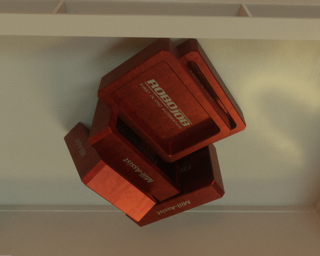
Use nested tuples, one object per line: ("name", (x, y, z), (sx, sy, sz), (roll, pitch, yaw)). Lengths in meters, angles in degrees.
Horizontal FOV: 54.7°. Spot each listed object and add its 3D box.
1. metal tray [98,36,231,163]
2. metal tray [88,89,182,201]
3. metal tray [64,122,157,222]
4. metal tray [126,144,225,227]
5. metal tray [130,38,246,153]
("metal tray", (0.008, -0.024, 0.344), (0.090, 0.030, 0.130), (-29, 124, 22))
("metal tray", (-0.024, 0.019, 0.379), (0.030, 0.090, 0.130), (-30, 124, 22))
("metal tray", (-0.065, 0.049, 0.381), (0.030, 0.130, 0.090), (-47, 121, -3))
("metal tray", (0.017, 0.072, 0.426), (0.130, 0.090, 0.030), (-26, 126, 20))
("metal tray", (0.036, -0.032, 0.379), (0.090, 0.030, 0.130), (-26, 125, 22))
